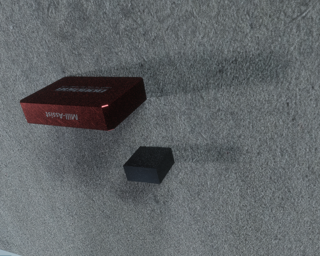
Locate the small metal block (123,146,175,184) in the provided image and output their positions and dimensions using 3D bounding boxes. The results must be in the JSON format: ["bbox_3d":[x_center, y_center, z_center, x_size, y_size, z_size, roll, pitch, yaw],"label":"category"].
[{"bbox_3d":[-0.014,0.050,0.428,0.050,0.050,0.025,1,119,27],"label":"small metal block"}]

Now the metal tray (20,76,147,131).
[{"bbox_3d":[-0.094,-0.035,0.390,0.130,0.090,0.030,5,121,25],"label":"metal tray"}]
